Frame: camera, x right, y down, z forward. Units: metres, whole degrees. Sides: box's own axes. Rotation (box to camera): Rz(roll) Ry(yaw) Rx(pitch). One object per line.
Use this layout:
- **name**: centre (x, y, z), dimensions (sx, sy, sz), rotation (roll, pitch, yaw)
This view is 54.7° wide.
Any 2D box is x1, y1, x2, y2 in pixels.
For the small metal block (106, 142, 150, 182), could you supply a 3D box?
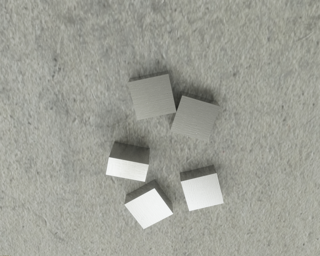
- **small metal block**: centre (-0.041, 0.044, 0.412), dimensions (0.050, 0.050, 0.025), rotation (11, 110, -5)

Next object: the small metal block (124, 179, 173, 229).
- **small metal block**: centre (-0.016, 0.111, 0.451), dimensions (0.050, 0.025, 0.050), rotation (-30, 108, 10)

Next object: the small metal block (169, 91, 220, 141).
- **small metal block**: centre (0.044, -0.016, 0.405), dimensions (0.050, 0.025, 0.050), rotation (16, 109, -7)

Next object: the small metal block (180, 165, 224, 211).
- **small metal block**: centre (0.059, 0.085, 0.442), dimensions (0.050, 0.025, 0.050), rotation (-14, 110, 5)

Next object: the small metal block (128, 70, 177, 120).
- **small metal block**: centre (-0.009, -0.042, 0.394), dimensions (0.050, 0.025, 0.050), rotation (-12, 110, 4)
